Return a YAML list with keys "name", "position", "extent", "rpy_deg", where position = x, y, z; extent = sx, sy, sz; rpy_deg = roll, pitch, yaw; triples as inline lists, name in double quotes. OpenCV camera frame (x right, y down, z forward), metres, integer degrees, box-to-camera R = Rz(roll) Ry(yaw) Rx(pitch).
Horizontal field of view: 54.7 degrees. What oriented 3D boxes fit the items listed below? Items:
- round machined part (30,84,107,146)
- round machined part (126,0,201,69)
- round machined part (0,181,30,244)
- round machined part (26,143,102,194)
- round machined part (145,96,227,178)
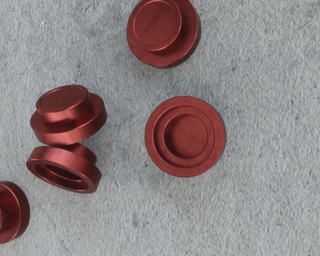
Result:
- name: "round machined part"
  position: [-0.123, -0.023, 0.411]
  extent: [0.098, 0.098, 0.042]
  rpy_deg: [5, 129, 20]
- name: "round machined part"
  position: [0.000, -0.129, 0.400]
  extent: [0.098, 0.042, 0.097]
  rpy_deg: [0, 90, 20]
- name: "round machined part"
  position: [-0.261, 0.136, 0.492]
  extent: [0.098, 0.042, 0.097]
  rpy_deg: [0, 90, 20]
- name: "round machined part"
  position: [-0.126, 0.050, 0.425]
  extent: [0.098, 0.098, 0.042]
  rpy_deg: [5, 56, 20]
- name: "round machined part"
  position: [0.034, 0.010, 0.388]
  extent: [0.098, 0.042, 0.097]
  rpy_deg: [0, 90, 20]
